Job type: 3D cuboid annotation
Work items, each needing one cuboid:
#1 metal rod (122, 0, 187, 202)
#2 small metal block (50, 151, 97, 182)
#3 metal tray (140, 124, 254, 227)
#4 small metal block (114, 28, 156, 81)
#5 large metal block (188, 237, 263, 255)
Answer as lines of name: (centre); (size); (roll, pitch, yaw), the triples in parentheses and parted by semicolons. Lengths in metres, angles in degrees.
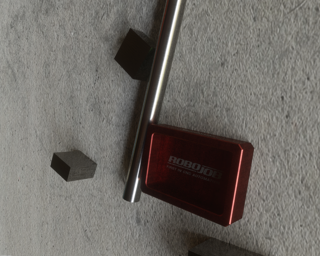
metal rod: (-0.007, -0.044, 0.408); (0.025, 0.025, 0.298); (22, 104, 37)
small metal block: (-0.139, 0.060, 0.501); (0.050, 0.050, 0.025); (30, 108, 36)
metal tray: (0.038, 0.049, 0.368); (0.130, 0.030, 0.089); (13, 98, 39)
small metal block: (-0.030, -0.101, 0.428); (0.050, 0.025, 0.050); (48, 118, 28)
large metal block: (0.074, 0.173, 0.326); (0.080, 0.050, 0.079); (7, 94, 39)
